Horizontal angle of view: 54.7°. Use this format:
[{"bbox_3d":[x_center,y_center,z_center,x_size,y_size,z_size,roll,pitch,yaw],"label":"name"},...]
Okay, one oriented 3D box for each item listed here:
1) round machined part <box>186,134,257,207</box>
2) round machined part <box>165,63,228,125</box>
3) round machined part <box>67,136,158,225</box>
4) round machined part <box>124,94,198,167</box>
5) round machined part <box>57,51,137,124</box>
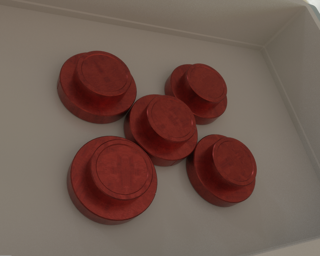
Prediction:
[{"bbox_3d":[0.088,0.051,0.411,0.099,0.042,0.098,14,56,-21],"label":"round machined part"},{"bbox_3d":[0.060,-0.057,0.462,0.099,0.042,0.098,14,56,-21],"label":"round machined part"},{"bbox_3d":[-0.047,0.051,0.337,0.099,0.042,0.098,14,56,-21],"label":"round machined part"},{"bbox_3d":[0.007,-0.003,0.399,0.099,0.042,0.098,14,56,-21],"label":"round machined part"},{"bbox_3d":[-0.075,-0.058,0.389,0.099,0.042,0.098,14,56,-21],"label":"round machined part"}]
